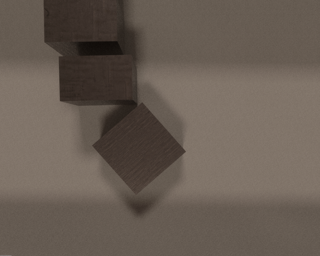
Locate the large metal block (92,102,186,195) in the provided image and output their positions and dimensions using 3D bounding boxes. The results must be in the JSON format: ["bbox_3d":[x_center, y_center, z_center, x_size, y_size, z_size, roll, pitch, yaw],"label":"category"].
[{"bbox_3d":[-0.025,0.025,0.399,0.080,0.050,0.080,-41,91,0],"label":"large metal block"}]

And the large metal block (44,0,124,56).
[{"bbox_3d":[-0.088,-0.121,0.383,0.081,0.080,0.050,-1,90,-1],"label":"large metal block"}]

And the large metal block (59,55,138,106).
[{"bbox_3d":[-0.071,-0.056,0.383,0.081,0.080,0.050,-1,90,-1],"label":"large metal block"}]
